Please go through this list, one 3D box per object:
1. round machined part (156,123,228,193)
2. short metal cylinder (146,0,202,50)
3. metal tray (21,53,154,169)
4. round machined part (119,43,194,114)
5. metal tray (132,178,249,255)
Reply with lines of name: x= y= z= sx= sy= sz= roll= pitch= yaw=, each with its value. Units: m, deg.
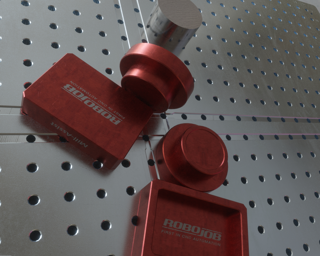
round machined part: x=0.048 y=0.036 z=0.403 sx=0.099 sy=0.042 sz=0.098 roll=14 pitch=56 yaw=-21
short metal cylinder: x=0.023 y=-0.177 z=0.515 sx=0.081 sy=0.050 sz=0.080 roll=14 pitch=56 yaw=-21
metal tray: x=-0.084 y=-0.022 z=0.375 sx=0.130 sy=0.030 sz=0.090 roll=35 pitch=51 yaw=-6
round machined part: x=-0.010 y=-0.056 z=0.394 sx=0.098 sy=0.098 sz=0.042 roll=35 pitch=65 yaw=-6
metal tray: x=0.039 y=0.119 z=0.354 sx=0.131 sy=0.030 sz=0.090 roll=19 pitch=54 yaw=-17
